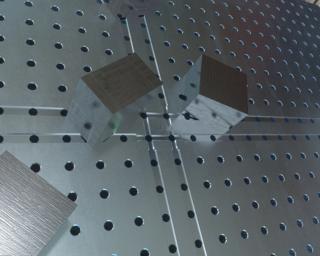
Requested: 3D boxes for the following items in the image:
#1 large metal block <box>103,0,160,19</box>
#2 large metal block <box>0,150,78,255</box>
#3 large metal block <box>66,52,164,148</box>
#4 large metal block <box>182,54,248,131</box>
[{"bbox_3d":[-0.052,-0.231,0.505,0.081,0.050,0.080,-24,75,-36],"label":"large metal block"},{"bbox_3d":[-0.134,0.081,0.270,0.080,0.050,0.080,39,51,-2],"label":"large metal block"},{"bbox_3d":[-0.054,-0.032,0.363,0.050,0.080,0.080,49,51,6],"label":"large metal block"},{"bbox_3d":[0.083,-0.053,0.469,0.080,0.050,0.080,20,54,-16],"label":"large metal block"}]
